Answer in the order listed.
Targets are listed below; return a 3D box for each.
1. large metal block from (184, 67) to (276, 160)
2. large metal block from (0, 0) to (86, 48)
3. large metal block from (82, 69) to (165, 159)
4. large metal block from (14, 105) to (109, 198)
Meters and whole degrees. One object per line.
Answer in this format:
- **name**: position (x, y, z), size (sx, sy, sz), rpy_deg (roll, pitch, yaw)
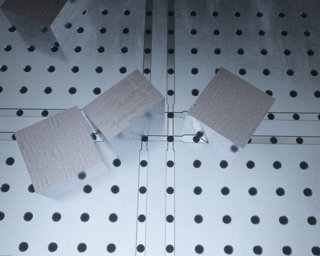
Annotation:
- **large metal block**: position (0.089, -0.019, 0.406), size (0.080, 0.050, 0.080), rpy_deg (34, 74, 11)
- **large metal block**: position (-0.170, -0.179, 0.463), size (0.080, 0.050, 0.080), rpy_deg (23, 72, 8)
- **large metal block**: position (-0.041, -0.015, 0.388), size (0.080, 0.080, 0.050), rpy_deg (-39, 75, -13)
- **large metal block**: position (-0.120, 0.031, 0.387), size (0.080, 0.050, 0.080), rpy_deg (-25, 72, -9)
